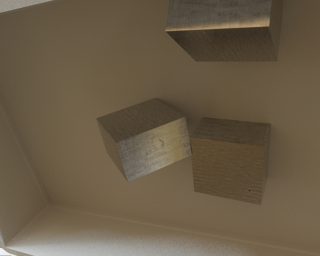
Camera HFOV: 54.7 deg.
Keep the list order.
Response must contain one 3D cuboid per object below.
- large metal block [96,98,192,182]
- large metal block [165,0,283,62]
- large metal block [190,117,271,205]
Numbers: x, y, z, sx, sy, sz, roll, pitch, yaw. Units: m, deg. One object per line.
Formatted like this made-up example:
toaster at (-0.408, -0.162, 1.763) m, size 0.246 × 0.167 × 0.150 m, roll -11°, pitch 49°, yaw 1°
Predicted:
large metal block at (-0.021, 0.010, 0.367) m, size 0.080 × 0.081 × 0.050 m, roll 38°, pitch 145°, yaw 57°
large metal block at (0.060, -0.095, 0.273) m, size 0.080 × 0.080 × 0.050 m, roll 5°, pitch 86°, yaw 25°
large metal block at (0.085, 0.037, 0.370) m, size 0.080 × 0.050 × 0.079 m, roll 7°, pitch 122°, yaw 24°
